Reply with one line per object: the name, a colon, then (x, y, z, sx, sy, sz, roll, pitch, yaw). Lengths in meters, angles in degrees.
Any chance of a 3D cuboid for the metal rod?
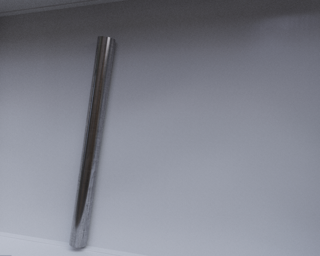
metal rod: (-0.097, 0.021, 0.443, 0.025, 0.025, 0.298, 10, 93, 19)
